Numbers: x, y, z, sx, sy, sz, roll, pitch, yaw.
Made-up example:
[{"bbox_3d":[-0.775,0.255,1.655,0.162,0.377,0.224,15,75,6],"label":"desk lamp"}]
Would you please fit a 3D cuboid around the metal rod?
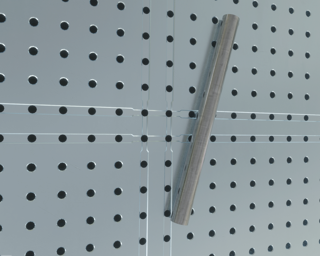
[{"bbox_3d":[0.065,-0.015,0.435,0.025,0.025,0.299,17,84,-19],"label":"metal rod"}]
